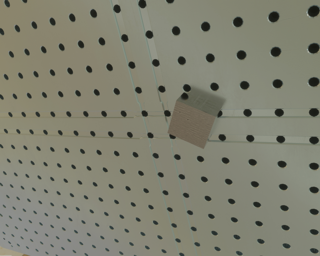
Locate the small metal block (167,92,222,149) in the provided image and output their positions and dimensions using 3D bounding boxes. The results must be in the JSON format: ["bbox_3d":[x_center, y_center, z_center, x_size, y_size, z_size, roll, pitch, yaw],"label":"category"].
[{"bbox_3d":[0.042,-0.009,0.384,0.050,0.025,0.050,24,127,13],"label":"small metal block"}]
